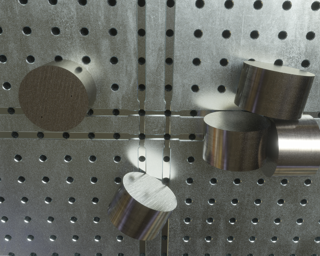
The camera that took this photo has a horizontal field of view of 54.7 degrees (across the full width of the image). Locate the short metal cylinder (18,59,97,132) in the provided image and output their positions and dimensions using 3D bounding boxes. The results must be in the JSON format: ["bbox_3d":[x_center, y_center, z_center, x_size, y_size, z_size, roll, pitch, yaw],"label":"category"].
[{"bbox_3d":[-0.124,-0.041,0.383,0.081,0.050,0.079,0,110,-1],"label":"short metal cylinder"}]

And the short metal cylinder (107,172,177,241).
[{"bbox_3d":[-0.024,0.105,0.422,0.080,0.080,0.050,25,108,-9],"label":"short metal cylinder"}]

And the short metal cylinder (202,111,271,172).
[{"bbox_3d":[0.095,0.014,0.391,0.081,0.080,0.050,0,110,0],"label":"short metal cylinder"}]

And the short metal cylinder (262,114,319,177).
[{"bbox_3d":[0.161,0.022,0.395,0.050,0.080,0.079,0,110,0],"label":"short metal cylinder"}]

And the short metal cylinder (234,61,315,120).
[{"bbox_3d":[0.134,-0.047,0.369,0.081,0.080,0.050,8,110,-4],"label":"short metal cylinder"}]
